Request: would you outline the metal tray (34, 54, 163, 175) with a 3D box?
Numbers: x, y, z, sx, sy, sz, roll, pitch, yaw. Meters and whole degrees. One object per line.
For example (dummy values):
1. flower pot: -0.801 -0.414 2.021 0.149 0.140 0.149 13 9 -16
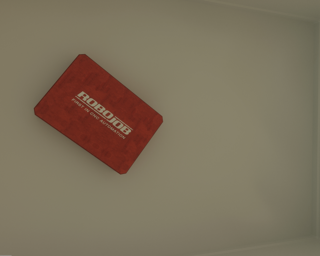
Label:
1. metal tray: -0.073 -0.015 0.382 0.130 0.030 0.090 39 77 -16
